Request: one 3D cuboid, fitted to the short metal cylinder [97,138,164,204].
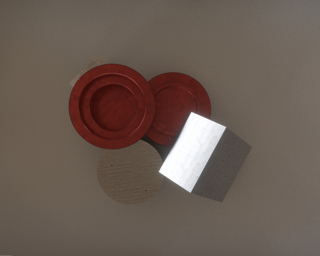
[{"bbox_3d":[-0.035,0.052,0.397,0.081,0.050,0.079,0,90,-1],"label":"short metal cylinder"}]

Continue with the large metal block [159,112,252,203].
[{"bbox_3d":[0.058,0.038,0.376,0.050,0.080,0.080,28,89,40],"label":"large metal block"}]

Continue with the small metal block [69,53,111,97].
[{"bbox_3d":[-0.083,-0.063,0.396,0.025,0.050,0.050,44,90,-1],"label":"small metal block"}]

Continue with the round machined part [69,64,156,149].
[{"bbox_3d":[-0.054,-0.025,0.371,0.099,0.042,0.097,0,90,-1],"label":"round machined part"}]

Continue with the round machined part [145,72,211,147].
[{"bbox_3d":[0.017,-0.024,0.400,0.099,0.042,0.097,0,90,-1],"label":"round machined part"}]
